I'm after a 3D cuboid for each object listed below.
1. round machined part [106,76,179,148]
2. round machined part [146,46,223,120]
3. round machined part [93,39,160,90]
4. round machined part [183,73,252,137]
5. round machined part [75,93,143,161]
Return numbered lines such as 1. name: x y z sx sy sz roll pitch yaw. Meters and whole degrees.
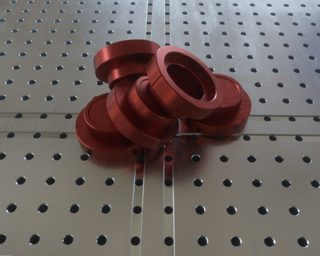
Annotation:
1. round machined part: -0.013 -0.026 0.388 0.098 0.042 0.098 28 39 -25
2. round machined part: 0.025 -0.050 0.376 0.099 0.042 0.098 24 43 -24
3. round machined part: -0.041 -0.080 0.433 0.099 0.098 0.042 -10 77 -8
4. round machined part: 0.077 -0.038 0.429 0.099 0.042 0.098 0 50 0
5. round machined part: -0.061 -0.009 0.403 0.099 0.042 0.098 0 50 0
